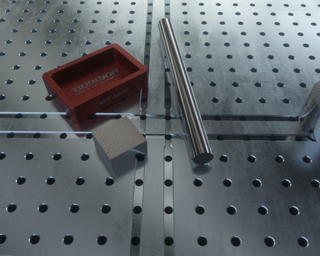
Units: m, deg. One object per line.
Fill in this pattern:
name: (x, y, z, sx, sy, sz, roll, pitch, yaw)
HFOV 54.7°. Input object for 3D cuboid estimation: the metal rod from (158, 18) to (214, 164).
metal rod: (0.031, -0.076, 0.472, 0.025, 0.025, 0.300, -6, 50, -6)

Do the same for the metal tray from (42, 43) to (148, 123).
metal tray: (-0.094, -0.072, 0.463, 0.131, 0.030, 0.090, -31, 57, -24)

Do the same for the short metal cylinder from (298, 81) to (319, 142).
short metal cylinder: (0.235, -0.021, 0.413, 0.081, 0.050, 0.080, 0, 50, 0)

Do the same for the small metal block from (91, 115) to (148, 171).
small metal block: (-0.051, 0.018, 0.392, 0.050, 0.025, 0.050, -27, 55, -22)
